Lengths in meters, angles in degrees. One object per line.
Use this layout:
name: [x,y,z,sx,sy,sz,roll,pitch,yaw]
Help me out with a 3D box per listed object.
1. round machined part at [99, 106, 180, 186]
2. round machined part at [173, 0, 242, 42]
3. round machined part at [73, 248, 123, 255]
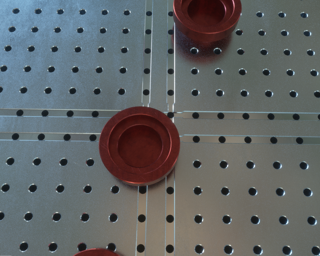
round machined part: [-0.025,0.025,0.394,0.099,0.042,0.098,0,70,0]
round machined part: [0.069,-0.170,0.465,0.099,0.042,0.098,0,70,0]
round machined part: [-0.072,0.183,0.336,0.099,0.042,0.098,0,70,0]
